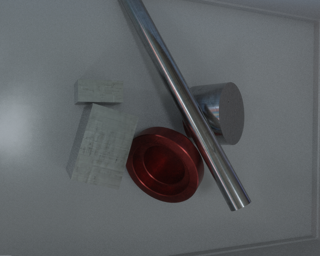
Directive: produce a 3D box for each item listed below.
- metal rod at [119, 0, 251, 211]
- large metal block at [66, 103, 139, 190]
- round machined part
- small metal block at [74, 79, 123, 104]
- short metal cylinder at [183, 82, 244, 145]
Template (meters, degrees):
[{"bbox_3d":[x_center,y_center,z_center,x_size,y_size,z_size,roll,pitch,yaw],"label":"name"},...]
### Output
[{"bbox_3d":[0.023,-0.044,0.370,0.025,0.025,0.299,-24,79,-19],"label":"metal rod"},{"bbox_3d":[-0.069,0.020,0.356,0.050,0.080,0.080,17,84,-20],"label":"large metal block"},{"bbox_3d":[0.009,0.041,0.386,0.098,0.098,0.042,59,38,-11],"label":"round machined part"},{"bbox_3d":[-0.074,-0.042,0.370,0.050,0.050,0.025,0,91,-20],"label":"small metal block"},{"bbox_3d":[0.072,-0.018,0.406,0.080,0.050,0.080,3,86,-54],"label":"short metal cylinder"}]
